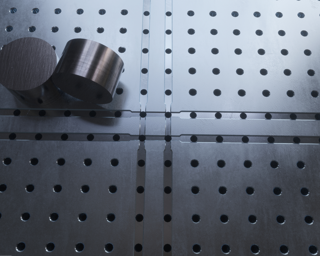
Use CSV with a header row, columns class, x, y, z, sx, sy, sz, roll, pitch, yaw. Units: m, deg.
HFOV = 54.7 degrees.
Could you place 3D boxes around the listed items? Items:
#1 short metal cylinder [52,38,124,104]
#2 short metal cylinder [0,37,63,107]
class,x,y,z,sx,sy,sz,roll,pitch,yaw
short metal cylinder,-0.093,-0.072,0.408,0.080,0.080,0.050,14,71,5
short metal cylinder,-0.174,-0.076,0.424,0.081,0.050,0.080,0,70,0
